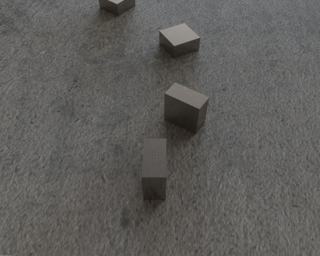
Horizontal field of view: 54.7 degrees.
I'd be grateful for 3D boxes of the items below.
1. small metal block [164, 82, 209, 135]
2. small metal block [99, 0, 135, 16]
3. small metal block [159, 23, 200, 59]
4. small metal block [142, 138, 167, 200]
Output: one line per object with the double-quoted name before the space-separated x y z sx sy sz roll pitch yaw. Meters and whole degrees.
"small metal block" 0.034 -0.025 0.409 0.050 0.050 0.025 27 55 20
"small metal block" -0.085 -0.252 0.614 0.050 0.025 0.050 31 56 23
"small metal block" 0.033 -0.150 0.530 0.050 0.025 0.050 -23 54 -19
"small metal block" -0.006 0.047 0.348 0.025 0.050 0.050 0 50 0
